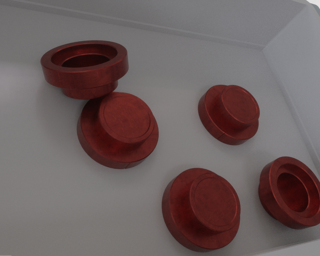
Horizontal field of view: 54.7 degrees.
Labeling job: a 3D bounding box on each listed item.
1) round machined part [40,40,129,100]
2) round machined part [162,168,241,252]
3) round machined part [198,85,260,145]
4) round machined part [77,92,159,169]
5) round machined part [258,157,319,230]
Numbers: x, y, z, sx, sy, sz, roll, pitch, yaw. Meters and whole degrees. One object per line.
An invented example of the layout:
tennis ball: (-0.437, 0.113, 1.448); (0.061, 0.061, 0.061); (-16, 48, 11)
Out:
round machined part: (-0.087, -0.068, 0.370); (0.099, 0.042, 0.098); (-1, 35, 1)
round machined part: (0.056, 0.093, 0.368); (0.099, 0.042, 0.098); (14, 56, -21)
round machined part: (0.111, -0.026, 0.470); (0.099, 0.042, 0.098); (14, 56, -21)
round machined part: (-0.046, -0.004, 0.372); (0.099, 0.042, 0.098); (14, 56, -21)
round machined part: (0.179, 0.093, 0.434); (0.099, 0.042, 0.098); (14, 56, -21)
